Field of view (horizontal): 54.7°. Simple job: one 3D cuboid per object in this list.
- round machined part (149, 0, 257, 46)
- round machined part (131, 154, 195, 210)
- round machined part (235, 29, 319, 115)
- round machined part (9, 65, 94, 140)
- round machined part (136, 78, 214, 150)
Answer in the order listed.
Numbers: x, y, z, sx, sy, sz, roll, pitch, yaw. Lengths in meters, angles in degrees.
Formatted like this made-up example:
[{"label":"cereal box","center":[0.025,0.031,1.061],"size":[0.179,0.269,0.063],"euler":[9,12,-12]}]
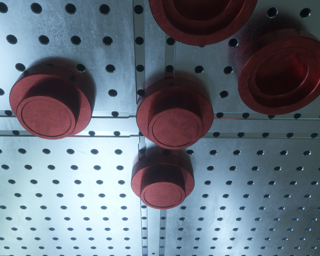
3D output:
[{"label":"round machined part","center":[0.039,-0.131,0.290],"size":[0.099,0.042,0.097],"euler":[-1,130,0]},{"label":"round machined part","center":[0.004,0.089,0.476],"size":[0.099,0.042,0.097],"euler":[-1,130,0]},{"label":"round machined part","center":[0.133,-0.065,0.347],"size":[0.099,0.042,0.097],"euler":[-1,130,0]},{"label":"round machined part","center":[-0.133,-0.024,0.378],"size":[0.099,0.042,0.097],"euler":[-1,130,0]},{"label":"round machined part","center":[0.019,-0.010,0.392],"size":[0.099,0.042,0.097],"euler":[-1,130,0]}]
